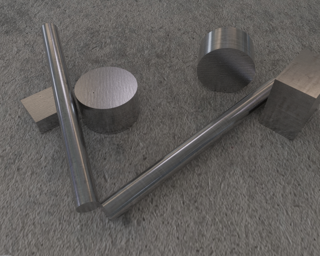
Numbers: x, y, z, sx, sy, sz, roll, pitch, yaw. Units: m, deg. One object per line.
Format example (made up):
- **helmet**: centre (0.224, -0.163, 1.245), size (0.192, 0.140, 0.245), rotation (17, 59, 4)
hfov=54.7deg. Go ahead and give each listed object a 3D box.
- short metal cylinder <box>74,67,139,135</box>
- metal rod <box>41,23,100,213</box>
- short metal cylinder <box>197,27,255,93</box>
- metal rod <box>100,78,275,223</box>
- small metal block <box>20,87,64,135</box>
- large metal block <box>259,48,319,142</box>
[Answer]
- **short metal cylinder**: centre (-0.069, -0.038, 0.418), size (0.081, 0.050, 0.080), rotation (0, 50, 0)
- **metal rod**: centre (-0.123, -0.035, 0.399), size (0.025, 0.025, 0.299), rotation (-15, 57, -12)
- **short metal cylinder**: centre (0.096, -0.098, 0.451), size (0.080, 0.080, 0.050), rotation (7, 51, 5)
- **metal rod**: centre (0.056, 0.014, 0.392), size (0.302, 0.025, 0.025), rotation (-34, 58, -25)
- **small metal block**: centre (-0.153, -0.026, 0.424), size (0.050, 0.025, 0.050), rotation (-31, 57, -24)
- **large metal block**: centre (0.181, -0.043, 0.405), size (0.050, 0.080, 0.080), rotation (33, 58, 25)
